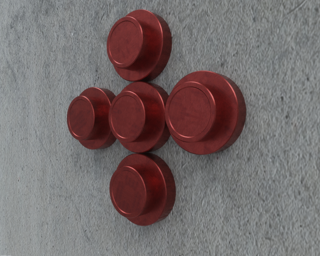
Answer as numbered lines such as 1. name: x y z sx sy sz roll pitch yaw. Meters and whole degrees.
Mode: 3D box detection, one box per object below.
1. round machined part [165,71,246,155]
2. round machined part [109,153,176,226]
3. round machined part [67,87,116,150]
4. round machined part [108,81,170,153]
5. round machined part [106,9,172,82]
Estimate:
1. round machined part: 0.044 -0.018 0.357 0.098 0.042 0.097 0 90 39
2. round machined part: -0.030 0.083 0.418 0.098 0.042 0.097 0 90 39
3. round machined part: -0.108 -0.015 0.481 0.098 0.042 0.097 0 90 39
4. round machined part: -0.032 -0.015 0.420 0.098 0.042 0.097 0 90 39
5. round machined part: -0.035 -0.112 0.422 0.098 0.042 0.097 0 90 39
